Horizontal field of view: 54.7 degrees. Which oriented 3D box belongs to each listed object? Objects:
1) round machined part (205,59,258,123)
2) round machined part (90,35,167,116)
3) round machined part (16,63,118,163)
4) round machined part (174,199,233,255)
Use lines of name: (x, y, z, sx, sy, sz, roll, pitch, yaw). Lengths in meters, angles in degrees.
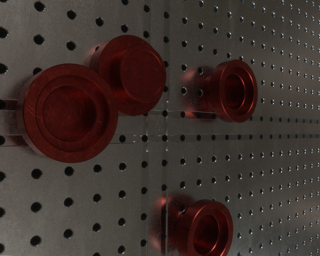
round machined part: (0.110, -0.057, 0.493, 0.099, 0.042, 0.097, 0, 90, -40)
round machined part: (-0.031, -0.063, 0.374, 0.099, 0.042, 0.097, 0, 90, -40)
round machined part: (-0.096, -0.015, 0.319, 0.099, 0.042, 0.097, 0, 90, -40)
round machined part: (0.060, 0.153, 0.451, 0.099, 0.042, 0.097, 0, 90, -40)
